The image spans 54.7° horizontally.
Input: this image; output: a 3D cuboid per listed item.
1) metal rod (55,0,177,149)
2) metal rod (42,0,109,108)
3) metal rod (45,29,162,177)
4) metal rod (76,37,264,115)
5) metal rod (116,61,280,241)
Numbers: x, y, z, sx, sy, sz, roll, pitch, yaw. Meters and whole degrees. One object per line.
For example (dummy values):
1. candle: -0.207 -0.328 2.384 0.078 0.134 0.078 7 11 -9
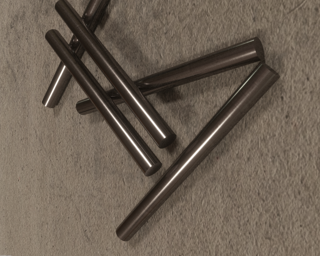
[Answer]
1. metal rod: -0.074 -0.090 0.429 0.300 0.025 0.025 52 120 27
2. metal rod: -0.126 -0.154 0.505 0.025 0.025 0.298 50 119 28
3. metal rod: -0.093 -0.051 0.445 0.300 0.025 0.025 50 119 28
4. metal rod: -0.012 -0.058 0.412 0.300 0.025 0.025 -12 83 39
5. metal rod: 0.030 0.046 0.378 0.298 0.025 0.025 -52 60 27
